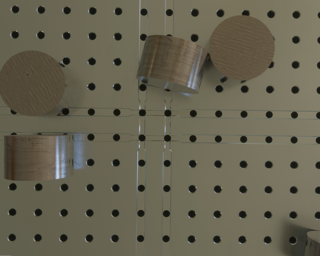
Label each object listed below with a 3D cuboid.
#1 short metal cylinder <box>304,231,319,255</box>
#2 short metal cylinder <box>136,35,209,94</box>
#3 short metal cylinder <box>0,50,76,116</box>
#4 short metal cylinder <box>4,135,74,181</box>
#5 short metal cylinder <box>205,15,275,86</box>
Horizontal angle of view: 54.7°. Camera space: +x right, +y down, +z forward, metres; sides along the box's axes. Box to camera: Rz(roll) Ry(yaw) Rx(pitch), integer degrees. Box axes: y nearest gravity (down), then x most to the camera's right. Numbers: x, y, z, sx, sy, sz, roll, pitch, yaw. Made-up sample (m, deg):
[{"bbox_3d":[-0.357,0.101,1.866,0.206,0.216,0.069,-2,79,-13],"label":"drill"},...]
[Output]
[{"bbox_3d":[0.225,0.169,0.389,0.081,0.080,0.050,8,90,-1],"label":"short metal cylinder"},{"bbox_3d":[0.015,-0.077,0.386,0.080,0.080,0.050,14,90,-1],"label":"short metal cylinder"},{"bbox_3d":[-0.155,-0.054,0.399,0.081,0.050,0.079,0,90,-1],"label":"short metal cylinder"},{"bbox_3d":[-0.149,0.034,0.384,0.081,0.080,0.050,0,90,-1],"label":"short metal cylinder"},{"bbox_3d":[0.100,-0.098,0.402,0.081,0.050,0.079,0,90,-1],"label":"short metal cylinder"}]
